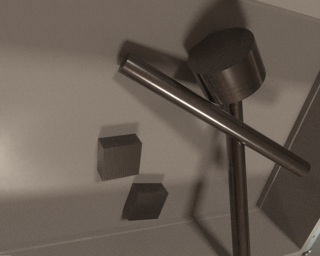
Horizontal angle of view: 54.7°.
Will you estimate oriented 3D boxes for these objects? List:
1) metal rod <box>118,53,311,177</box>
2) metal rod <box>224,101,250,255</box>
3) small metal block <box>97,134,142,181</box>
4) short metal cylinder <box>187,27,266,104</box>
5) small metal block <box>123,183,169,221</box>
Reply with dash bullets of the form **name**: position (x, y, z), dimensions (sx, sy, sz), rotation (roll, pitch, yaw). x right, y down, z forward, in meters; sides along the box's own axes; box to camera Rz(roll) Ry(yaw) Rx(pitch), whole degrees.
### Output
- **metal rod**: position (0.084, -0.007, 0.398), dimensions (0.301, 0.025, 0.025), rotation (28, 103, -21)
- **metal rod**: position (0.111, 0.081, 0.444), dimensions (0.025, 0.025, 0.298), rotation (-8, 97, -25)
- **small metal block**: position (-0.053, 0.038, 0.404), dimensions (0.050, 0.025, 0.050), rotation (-7, 122, -25)
- **short metal cylinder**: position (0.080, -0.075, 0.372), dimensions (0.080, 0.080, 0.050), rotation (-39, 130, -2)
- **small metal block**: position (-0.022, 0.111, 0.467), dimensions (0.050, 0.025, 0.050), rotation (6, 115, -32)
